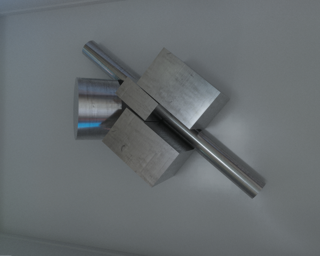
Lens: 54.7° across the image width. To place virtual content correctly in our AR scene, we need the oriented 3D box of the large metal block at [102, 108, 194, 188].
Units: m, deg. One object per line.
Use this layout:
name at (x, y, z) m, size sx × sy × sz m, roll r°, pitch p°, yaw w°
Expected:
large metal block at (-0.010, 0.021, 0.383) m, size 0.080 × 0.080 × 0.050 m, roll 41°, pitch 103°, yaw 15°

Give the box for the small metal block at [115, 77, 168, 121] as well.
small metal block at (-0.019, -0.034, 0.377) m, size 0.050 × 0.050 × 0.025 m, roll 42°, pitch 103°, yaw 14°

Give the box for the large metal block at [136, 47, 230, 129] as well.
large metal block at (0.031, -0.043, 0.369) m, size 0.080 × 0.080 × 0.050 m, roll 42°, pitch 103°, yaw 15°

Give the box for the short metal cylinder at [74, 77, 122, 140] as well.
short metal cylinder at (-0.083, -0.024, 0.402) m, size 0.050 × 0.080 × 0.079 m, roll 1°, pitch 90°, yaw -20°

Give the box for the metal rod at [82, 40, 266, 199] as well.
metal rod at (0.008, -0.020, 0.406) m, size 0.300 × 0.025 × 0.025 m, roll 41°, pitch 103°, yaw 15°
